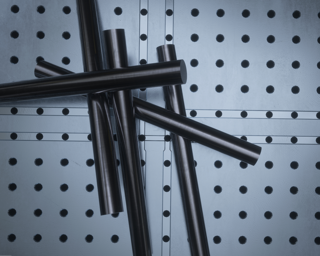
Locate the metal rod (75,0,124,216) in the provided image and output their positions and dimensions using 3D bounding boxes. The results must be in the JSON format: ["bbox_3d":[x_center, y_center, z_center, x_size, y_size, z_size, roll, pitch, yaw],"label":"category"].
[{"bbox_3d":[-0.077,-0.049,0.375,0.025,0.025,0.299,-10,75,0],"label":"metal rod"}]

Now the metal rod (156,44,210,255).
[{"bbox_3d":[0.032,0.039,0.413,0.025,0.025,0.298,-10,90,0],"label":"metal rod"}]

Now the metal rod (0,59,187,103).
[{"bbox_3d":[-0.118,-0.049,0.361,0.301,0.025,0.025,-3,90,20],"label":"metal rod"}]

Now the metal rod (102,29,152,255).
[{"bbox_3d":[-0.038,0.034,0.383,0.025,0.025,0.298,-6,102,0],"label":"metal rod"}]

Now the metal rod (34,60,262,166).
[{"bbox_3d":[-0.021,-0.022,0.393,0.301,0.025,0.025,22,90,7],"label":"metal rod"}]
